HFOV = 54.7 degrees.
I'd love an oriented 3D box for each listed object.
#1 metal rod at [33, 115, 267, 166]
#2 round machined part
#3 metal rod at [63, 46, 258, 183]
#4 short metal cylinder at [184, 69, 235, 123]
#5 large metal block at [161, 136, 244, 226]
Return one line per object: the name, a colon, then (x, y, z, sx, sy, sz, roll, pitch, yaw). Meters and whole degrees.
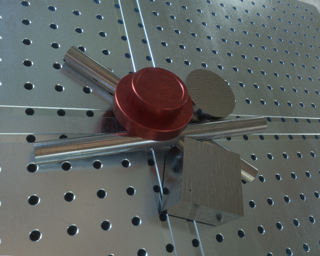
metal rod: (0.007, 0.011, 0.383, 0.303, 0.025, 0.025, -7, 65, -24)
round machined part: (-0.005, -0.036, 0.375, 0.099, 0.042, 0.098, 11, 50, -13)
metal rod: (0.006, -0.015, 0.422, 0.301, 0.025, 0.025, 33, 51, -7)
short metal cylinder: (0.061, -0.038, 0.449, 0.081, 0.050, 0.080, 14, 56, -21)
large metal block: (0.051, 0.066, 0.378, 0.081, 0.050, 0.080, 19, 54, -18)
